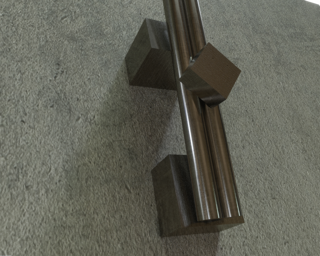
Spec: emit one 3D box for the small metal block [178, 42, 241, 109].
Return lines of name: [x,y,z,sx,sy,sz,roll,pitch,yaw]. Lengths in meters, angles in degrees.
small metal block: [0.057,-0.059,0.346,0.050,0.025,0.050,39,56,-9]

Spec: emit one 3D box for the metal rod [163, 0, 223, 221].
metal rod: [0.031,-0.048,0.358,0.025,0.025,0.299,3,67,-27]

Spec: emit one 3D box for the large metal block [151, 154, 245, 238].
large metal block: [0.041,0.079,0.362,0.081,0.050,0.080,5,60,-26]

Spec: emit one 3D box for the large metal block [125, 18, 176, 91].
large metal block: [0.005,-0.098,0.432,0.081,0.080,0.050,3,61,-27]

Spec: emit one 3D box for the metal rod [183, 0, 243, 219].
metal rod: [0.055,-0.047,0.370,0.025,0.025,0.299,3,67,-27]
